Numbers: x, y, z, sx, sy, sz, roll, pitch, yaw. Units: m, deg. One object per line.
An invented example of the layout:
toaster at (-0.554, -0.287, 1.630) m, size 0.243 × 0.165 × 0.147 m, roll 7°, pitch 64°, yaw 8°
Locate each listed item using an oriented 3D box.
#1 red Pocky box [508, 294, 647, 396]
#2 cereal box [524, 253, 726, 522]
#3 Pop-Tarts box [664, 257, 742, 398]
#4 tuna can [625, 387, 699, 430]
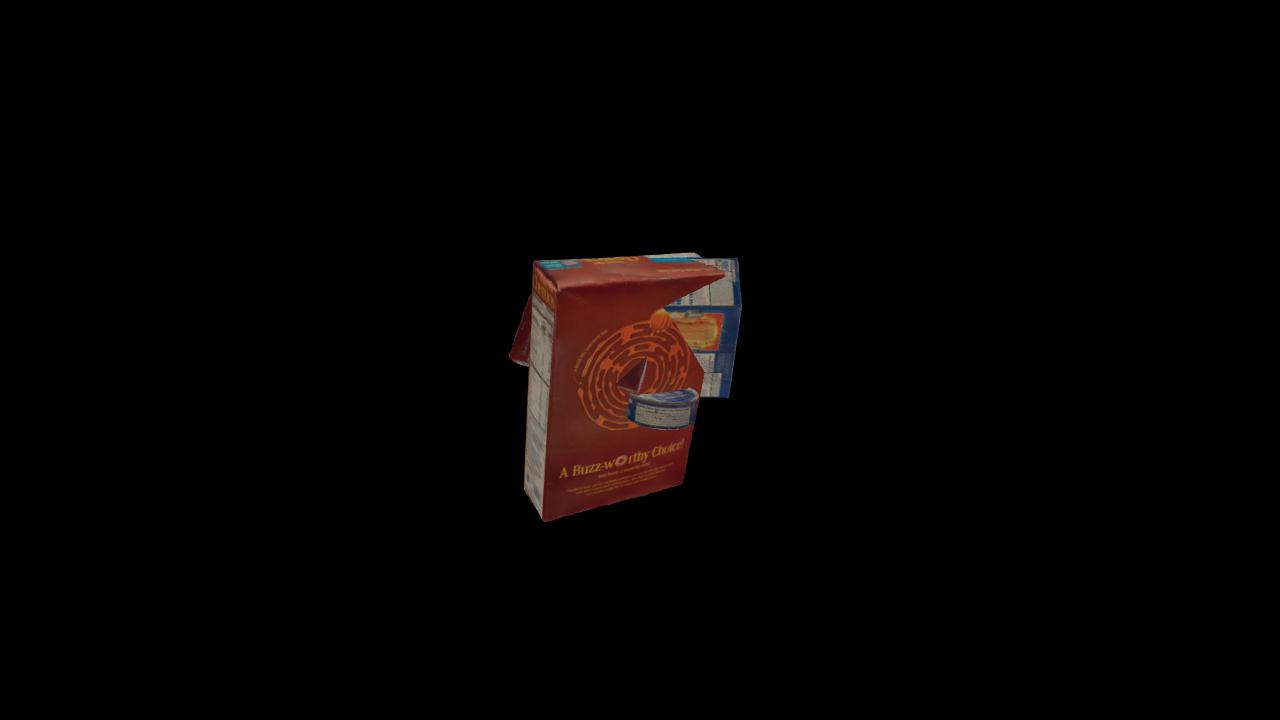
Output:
red Pocky box at (-0.063, -0.019, 0.694) m, size 0.155 × 0.083 × 0.028 m, roll 14°, pitch -11°, yaw 12°
cereal box at (-0.026, 0.030, 0.720) m, size 0.203 × 0.306 × 0.081 m, roll -10°, pitch 32°, yaw -28°
Pop-Tarts box at (0.042, -0.035, 0.735) m, size 0.141 × 0.083 × 0.167 m, roll 0°, pitch -39°, yaw 2°
tuna can at (0.024, 0.051, 0.703) m, size 0.084 × 0.034 × 0.084 m, roll 5°, pitch 14°, yaw -1°
